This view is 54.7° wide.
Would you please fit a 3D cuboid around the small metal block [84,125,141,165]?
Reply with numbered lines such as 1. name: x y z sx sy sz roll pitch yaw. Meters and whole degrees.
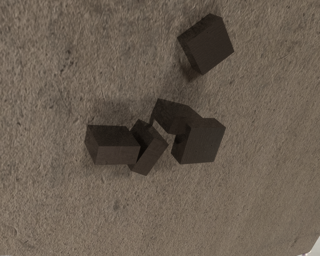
1. small metal block: -0.058 0.020 0.372 0.050 0.050 0.025 2 117 -30

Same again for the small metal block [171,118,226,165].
1. small metal block: 0.046 0.015 0.379 0.050 0.025 0.050 -1 119 -29

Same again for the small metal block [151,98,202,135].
1. small metal block: 0.024 -0.012 0.398 0.050 0.050 0.025 10 113 -33

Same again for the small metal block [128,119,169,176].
1. small metal block: -0.023 0.024 0.395 0.025 0.050 0.050 27 104 -38

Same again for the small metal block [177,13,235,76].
1. small metal block: 0.056 -0.101 0.377 0.050 0.025 0.050 -38 130 -3
